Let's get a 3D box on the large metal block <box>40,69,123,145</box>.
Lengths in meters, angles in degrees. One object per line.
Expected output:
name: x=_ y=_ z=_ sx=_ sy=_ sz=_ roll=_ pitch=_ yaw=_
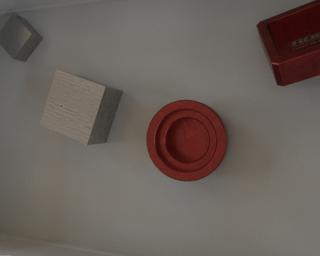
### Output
large metal block: x=-0.109 y=-0.029 z=0.434 sx=0.080 sy=0.050 sz=0.080 roll=21 pitch=97 yaw=18

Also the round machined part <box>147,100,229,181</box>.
round machined part: x=0.037 y=0.015 z=0.388 sx=0.098 sy=0.042 sz=0.097 roll=0 pitch=90 yaw=19

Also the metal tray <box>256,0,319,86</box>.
metal tray: x=0.175 y=-0.099 z=0.317 sx=0.130 sy=0.030 sz=0.090 roll=-17 pitch=41 yaw=18

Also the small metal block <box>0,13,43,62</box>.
small metal block: x=-0.221 y=-0.141 z=0.486 sx=0.050 sy=0.025 sz=0.050 roll=46 pitch=104 yaw=14
